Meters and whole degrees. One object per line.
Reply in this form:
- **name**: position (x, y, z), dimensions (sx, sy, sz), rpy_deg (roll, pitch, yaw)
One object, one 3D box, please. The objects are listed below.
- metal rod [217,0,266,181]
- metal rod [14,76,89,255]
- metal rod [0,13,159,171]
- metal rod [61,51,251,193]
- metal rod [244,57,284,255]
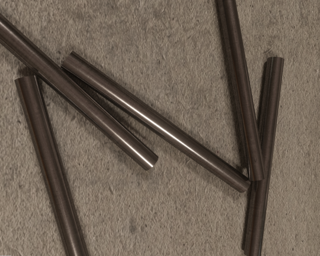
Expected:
- **metal rod**: position (0.114, -0.074, 0.444), dimensions (0.025, 0.025, 0.298), rpy_deg (-10, 91, -20)
- **metal rod**: position (-0.116, 0.087, 0.366), dimensions (0.025, 0.025, 0.298), rpy_deg (-16, 96, -20)
- **metal rod**: position (-0.116, -0.053, 0.366), dimensions (0.300, 0.025, 0.025), rpy_deg (43, 76, -15)
- **metal rod**: position (0.007, 0.001, 0.412), dimensions (0.301, 0.025, 0.025), rpy_deg (35, 79, -17)
- **metal rod**: position (0.158, 0.042, 0.469), dimensions (0.025, 0.025, 0.298), rpy_deg (9, 87, -20)
